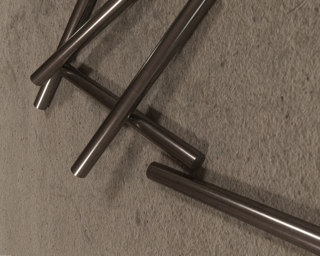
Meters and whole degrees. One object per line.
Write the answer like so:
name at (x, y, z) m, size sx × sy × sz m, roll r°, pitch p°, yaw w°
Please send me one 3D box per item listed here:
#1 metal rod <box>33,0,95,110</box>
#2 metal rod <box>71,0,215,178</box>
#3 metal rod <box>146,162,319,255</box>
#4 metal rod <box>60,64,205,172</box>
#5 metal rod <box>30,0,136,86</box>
metal rod at (-0.153, -0.155, 0.527) m, size 0.025 × 0.025 × 0.298 m, roll 48°, pitch 118°, yaw 29°
metal rod at (-0.029, -0.049, 0.400) m, size 0.025 × 0.025 × 0.299 m, roll 48°, pitch 110°, yaw 29°
metal rod at (0.104, 0.091, 0.318) m, size 0.300 × 0.025 × 0.025 m, roll 17°, pitch 101°, yaw 38°
metal rod at (-0.058, -0.029, 0.450) m, size 0.300 × 0.025 × 0.025 m, roll 34°, pitch 111°, yaw 34°
metal rod at (-0.104, -0.151, 0.471) m, size 0.299 × 0.025 × 0.025 m, roll -31°, pitch 71°, yaw 30°
